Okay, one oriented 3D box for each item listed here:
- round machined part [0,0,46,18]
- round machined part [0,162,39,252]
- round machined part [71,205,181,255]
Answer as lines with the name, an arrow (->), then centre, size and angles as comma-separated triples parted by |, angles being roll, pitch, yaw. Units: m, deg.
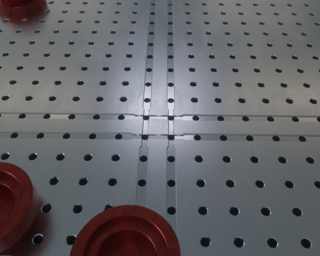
round machined part -> -0.283, -0.265, 0.619 | 0.099, 0.042, 0.098 | 0, 50, 0
round machined part -> -0.177, 0.087, 0.323 | 0.099, 0.042, 0.098 | 0, 50, 0
round machined part -> -0.031, 0.126, 0.291 | 0.099, 0.042, 0.098 | 0, 50, 0
